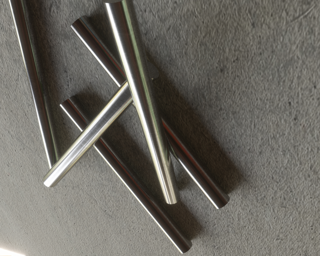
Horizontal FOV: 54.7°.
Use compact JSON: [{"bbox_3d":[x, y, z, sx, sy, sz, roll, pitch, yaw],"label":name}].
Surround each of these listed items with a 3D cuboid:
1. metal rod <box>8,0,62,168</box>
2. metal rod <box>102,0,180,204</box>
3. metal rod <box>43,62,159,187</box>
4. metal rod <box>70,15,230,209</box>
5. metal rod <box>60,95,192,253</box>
[{"bbox_3d":[-0.182,-0.054,0.469,0.025,0.025,0.298,13,124,21],"label":"metal rod"},{"bbox_3d":[-0.009,-0.004,0.362,0.025,0.025,0.299,9,137,23],"label":"metal rod"},{"bbox_3d":[-0.099,0.013,0.432,0.025,0.025,0.299,46,129,-4],"label":"metal rod"},{"bbox_3d":[-0.007,-0.014,0.401,0.025,0.025,0.300,-32,101,38],"label":"metal rod"},{"bbox_3d":[-0.047,0.077,0.479,0.025,0.025,0.300,-30,102,38],"label":"metal rod"}]
